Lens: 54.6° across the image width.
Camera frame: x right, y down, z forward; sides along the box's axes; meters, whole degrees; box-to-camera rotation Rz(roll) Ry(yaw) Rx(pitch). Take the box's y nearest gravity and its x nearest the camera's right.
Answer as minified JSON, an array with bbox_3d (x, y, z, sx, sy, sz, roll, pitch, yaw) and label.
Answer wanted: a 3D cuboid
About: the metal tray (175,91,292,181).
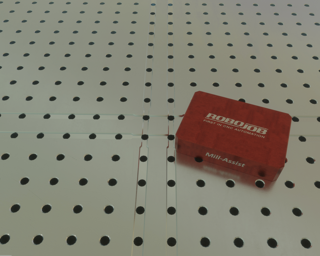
[{"bbox_3d":[0.095,0.006,0.400,0.130,0.030,0.090,17,52,13],"label":"metal tray"}]
